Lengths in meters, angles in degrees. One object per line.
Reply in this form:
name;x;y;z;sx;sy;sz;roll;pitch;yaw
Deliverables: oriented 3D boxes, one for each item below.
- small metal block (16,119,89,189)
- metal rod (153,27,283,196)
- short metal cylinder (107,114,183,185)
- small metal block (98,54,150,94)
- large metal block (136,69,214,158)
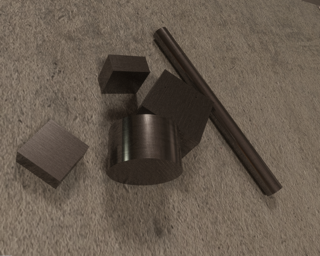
small metal block;-0.113;0.027;0.327;0.050;0.025;0.050;37;51;-4
metal rod;0.081;-0.032;0.469;0.025;0.025;0.299;-25;75;-37
short metal cylinder;-0.017;0.027;0.344;0.081;0.080;0.050;10;58;-23
small metal block;-0.048;-0.069;0.405;0.050;0.050;0.025;-4;64;-30
large metal block;0.015;-0.017;0.405;0.080;0.050;0.080;33;47;-7
